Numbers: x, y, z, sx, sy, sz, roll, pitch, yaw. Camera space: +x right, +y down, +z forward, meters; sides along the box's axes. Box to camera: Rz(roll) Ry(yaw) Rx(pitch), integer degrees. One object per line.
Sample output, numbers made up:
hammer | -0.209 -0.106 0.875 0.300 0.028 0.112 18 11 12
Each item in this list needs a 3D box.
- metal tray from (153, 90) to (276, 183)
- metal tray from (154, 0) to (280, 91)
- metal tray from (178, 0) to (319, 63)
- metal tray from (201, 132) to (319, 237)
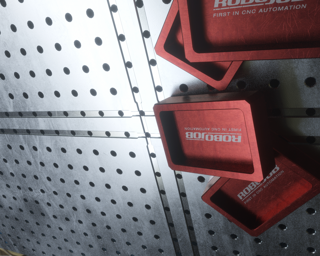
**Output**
metal tray | 0.057 0.008 0.354 0.130 0.030 0.089 1 112 44
metal tray | 0.058 -0.112 0.306 0.090 0.030 0.129 32 128 7
metal tray | 0.082 -0.104 0.260 0.130 0.030 0.089 3 120 26
metal tray | 0.123 0.072 0.386 0.090 0.030 0.129 36 129 4
